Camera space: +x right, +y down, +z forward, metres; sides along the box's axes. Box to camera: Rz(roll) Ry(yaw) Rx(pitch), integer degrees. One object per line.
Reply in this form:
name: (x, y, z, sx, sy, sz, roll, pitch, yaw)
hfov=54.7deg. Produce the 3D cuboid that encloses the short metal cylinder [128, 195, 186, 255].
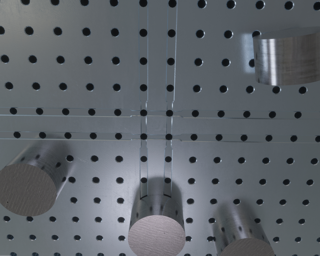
short metal cylinder: (-0.004, 0.146, 0.454, 0.081, 0.050, 0.079, 0, 110, 0)

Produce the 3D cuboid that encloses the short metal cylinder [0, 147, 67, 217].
short metal cylinder: (-0.175, 0.073, 0.425, 0.081, 0.050, 0.079, 0, 110, 0)

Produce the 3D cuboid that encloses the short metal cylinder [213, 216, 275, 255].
short metal cylinder: (0.125, 0.182, 0.468, 0.081, 0.050, 0.079, 0, 110, 0)

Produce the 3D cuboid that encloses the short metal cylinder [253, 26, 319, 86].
short metal cylinder: (0.150, -0.084, 0.354, 0.080, 0.080, 0.050, -9, 110, 3)
